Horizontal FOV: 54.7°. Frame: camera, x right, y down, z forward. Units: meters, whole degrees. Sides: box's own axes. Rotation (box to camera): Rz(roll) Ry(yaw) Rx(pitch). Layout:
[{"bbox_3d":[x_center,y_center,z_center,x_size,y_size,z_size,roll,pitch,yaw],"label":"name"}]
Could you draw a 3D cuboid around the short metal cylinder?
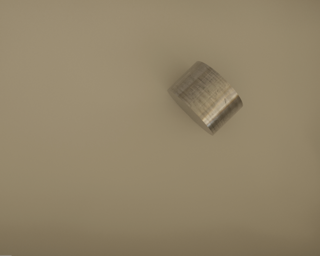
[{"bbox_3d":[0.055,-0.036,0.385,0.050,0.080,0.080,-45,91,0],"label":"short metal cylinder"}]
